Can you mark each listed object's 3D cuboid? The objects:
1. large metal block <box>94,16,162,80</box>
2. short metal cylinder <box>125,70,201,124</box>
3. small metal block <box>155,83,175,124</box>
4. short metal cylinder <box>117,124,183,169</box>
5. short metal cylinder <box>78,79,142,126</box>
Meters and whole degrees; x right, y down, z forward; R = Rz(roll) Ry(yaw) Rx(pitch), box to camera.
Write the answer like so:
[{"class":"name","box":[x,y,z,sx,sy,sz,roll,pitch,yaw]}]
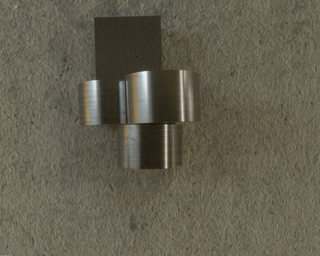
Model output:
[{"class":"large metal block","box":[-0.038,-0.095,0.399,0.081,0.050,0.080,-2,90,0]},{"class":"short metal cylinder","box":[0.003,-0.031,0.334,0.081,0.080,0.050,-2,90,0]},{"class":"small metal block","box":[0.007,-0.030,0.401,0.025,0.050,0.050,1,90,0]},{"class":"short metal cylinder","box":[-0.012,0.021,0.384,0.081,0.080,0.050,0,90,0]},{"class":"short metal cylinder","box":[-0.059,-0.029,0.384,0.081,0.080,0.050,-2,90,0]}]
